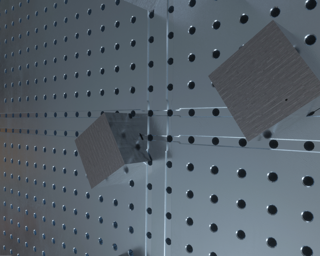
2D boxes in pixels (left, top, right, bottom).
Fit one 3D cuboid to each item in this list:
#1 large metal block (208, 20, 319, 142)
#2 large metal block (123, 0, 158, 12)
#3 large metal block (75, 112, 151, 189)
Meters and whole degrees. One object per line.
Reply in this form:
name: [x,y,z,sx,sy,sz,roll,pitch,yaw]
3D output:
large metal block: [0.108,-0.042,0.304,0.080,0.050,0.080,-40,66,33]
large metal block: [-0.034,-0.209,0.403,0.050,0.081,0.080,44,117,31]
large metal block: [-0.071,0.033,0.453,0.080,0.050,0.080,-38,67,33]
